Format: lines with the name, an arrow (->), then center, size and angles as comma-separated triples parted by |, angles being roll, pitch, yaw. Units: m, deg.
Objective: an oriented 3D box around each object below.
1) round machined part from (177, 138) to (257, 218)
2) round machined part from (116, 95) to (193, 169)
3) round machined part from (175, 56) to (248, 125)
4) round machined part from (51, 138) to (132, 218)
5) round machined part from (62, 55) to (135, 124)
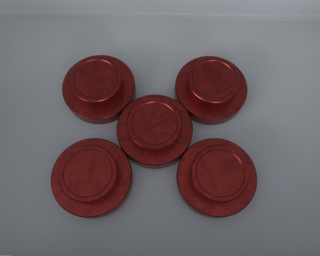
round machined part -> 0.070, 0.058, 0.379 | 0.099, 0.042, 0.098 | 0, 70, -1
round machined part -> -0.007, 0.000, 0.398 | 0.099, 0.042, 0.098 | 0, 70, -1
round machined part -> 0.070, -0.057, 0.421 | 0.099, 0.042, 0.098 | 0, 70, -1
round machined part -> -0.084, 0.059, 0.377 | 0.099, 0.042, 0.098 | 0, 70, -1
round machined part -> -0.083, -0.058, 0.419 | 0.099, 0.042, 0.098 | 0, 70, -1
